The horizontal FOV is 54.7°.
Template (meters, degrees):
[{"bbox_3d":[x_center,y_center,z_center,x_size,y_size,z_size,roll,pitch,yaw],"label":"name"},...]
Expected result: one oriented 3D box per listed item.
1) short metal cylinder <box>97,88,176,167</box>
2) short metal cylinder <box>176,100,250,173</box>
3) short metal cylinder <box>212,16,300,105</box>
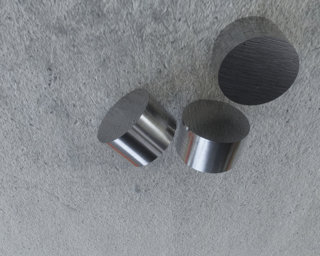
[{"bbox_3d":[-0.028,-0.001,0.370,0.080,0.080,0.050,-31,124,24],"label":"short metal cylinder"},{"bbox_3d":[0.063,0.009,0.379,0.081,0.080,0.050,5,130,-5],"label":"short metal cylinder"},{"bbox_3d":[0.099,-0.071,0.331,0.081,0.050,0.079,0,130,0],"label":"short metal cylinder"}]
